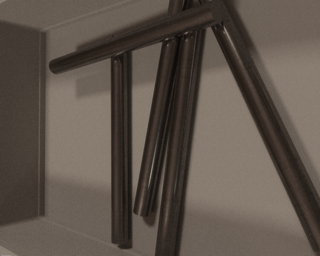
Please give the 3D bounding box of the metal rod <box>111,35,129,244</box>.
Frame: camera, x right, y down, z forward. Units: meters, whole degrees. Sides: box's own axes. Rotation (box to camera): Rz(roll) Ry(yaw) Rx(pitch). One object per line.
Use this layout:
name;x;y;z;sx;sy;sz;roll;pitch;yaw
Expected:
metal rod;-0.059;0.016;0.452;0.025;0.025;0.298;0;90;39

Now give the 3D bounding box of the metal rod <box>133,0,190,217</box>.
metal rod;0.002;-0.029;0.403;0.025;0.025;0.298;17;100;38

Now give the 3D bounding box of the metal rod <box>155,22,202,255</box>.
metal rod;0.022;0.024;0.386;0.025;0.025;0.298;11;97;39

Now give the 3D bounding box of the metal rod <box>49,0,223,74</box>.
metal rod;-0.057;-0.111;0.417;0.300;0.025;0.025;-5;87;39

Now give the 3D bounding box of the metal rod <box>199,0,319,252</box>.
metal rod;0.102;-0.028;0.321;0.025;0.025;0.299;-31;71;35
